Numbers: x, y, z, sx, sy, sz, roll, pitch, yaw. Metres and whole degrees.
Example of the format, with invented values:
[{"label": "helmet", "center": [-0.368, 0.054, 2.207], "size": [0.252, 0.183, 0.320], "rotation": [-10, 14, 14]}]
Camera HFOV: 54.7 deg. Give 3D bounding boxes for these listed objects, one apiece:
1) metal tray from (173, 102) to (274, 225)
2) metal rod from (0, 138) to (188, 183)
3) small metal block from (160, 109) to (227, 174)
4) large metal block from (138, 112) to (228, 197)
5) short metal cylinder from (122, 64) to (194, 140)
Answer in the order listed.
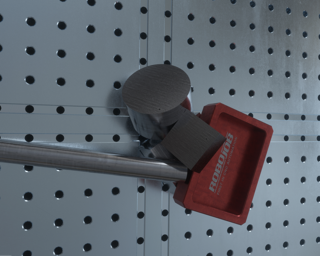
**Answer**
[{"label": "metal tray", "center": [0.080, 0.044, 0.385], "size": [0.091, 0.030, 0.129], "rotation": [22, 82, -19]}, {"label": "metal rod", "center": [-0.119, 0.031, 0.338], "size": [0.302, 0.025, 0.025], "rotation": [8, 87, -9]}, {"label": "small metal block", "center": [0.038, 0.015, 0.350], "size": [0.050, 0.050, 0.025], "rotation": [-53, 147, 5]}, {"label": "large metal block", "center": [0.032, 0.035, 0.411], "size": [0.080, 0.050, 0.080], "rotation": [-37, 102, -17]}, {"label": "short metal cylinder", "center": [-0.001, -0.032, 0.377], "size": [0.080, 0.080, 0.050], "rotation": [-37, 145, -17]}]
